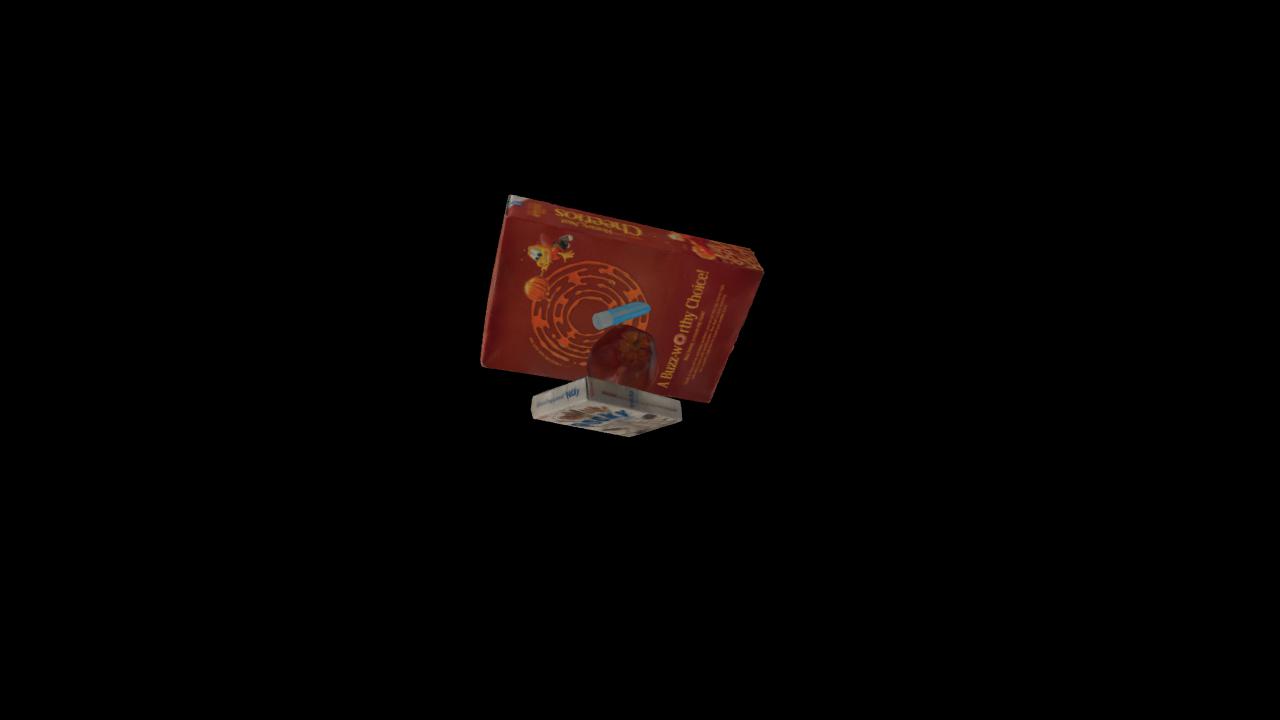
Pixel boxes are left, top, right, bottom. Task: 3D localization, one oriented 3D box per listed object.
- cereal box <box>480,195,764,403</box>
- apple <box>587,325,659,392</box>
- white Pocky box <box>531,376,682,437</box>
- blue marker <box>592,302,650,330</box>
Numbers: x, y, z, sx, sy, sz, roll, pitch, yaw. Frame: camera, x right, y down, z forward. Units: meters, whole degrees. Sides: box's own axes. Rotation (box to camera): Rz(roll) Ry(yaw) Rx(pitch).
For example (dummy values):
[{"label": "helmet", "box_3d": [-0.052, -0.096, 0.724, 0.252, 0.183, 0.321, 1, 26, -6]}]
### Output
[{"label": "cereal box", "box_3d": [-0.029, -0.066, 0.755, 0.306, 0.203, 0.081, 10, 32, -12]}, {"label": "apple", "box_3d": [-0.017, 0.002, 0.665, 0.079, 0.079, 0.093, 0, -26, -14]}, {"label": "white Pocky box", "box_3d": [-0.032, 0.053, 0.666, 0.084, 0.028, 0.154, -21, -25, 36]}, {"label": "blue marker", "box_3d": [-0.003, -0.059, 0.714, 0.121, 0.020, 0.020, -22, 14, -38]}]
